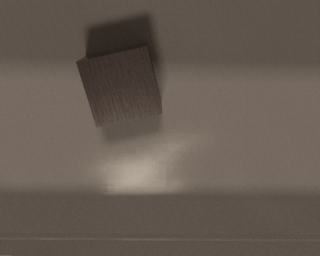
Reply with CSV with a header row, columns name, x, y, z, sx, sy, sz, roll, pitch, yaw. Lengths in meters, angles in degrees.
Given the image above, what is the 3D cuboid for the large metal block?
name,x,y,z,sx,sy,sz,roll,pitch,yaw
large metal block,-0.045,-0.054,0.378,0.080,0.050,0.079,-12,110,4
